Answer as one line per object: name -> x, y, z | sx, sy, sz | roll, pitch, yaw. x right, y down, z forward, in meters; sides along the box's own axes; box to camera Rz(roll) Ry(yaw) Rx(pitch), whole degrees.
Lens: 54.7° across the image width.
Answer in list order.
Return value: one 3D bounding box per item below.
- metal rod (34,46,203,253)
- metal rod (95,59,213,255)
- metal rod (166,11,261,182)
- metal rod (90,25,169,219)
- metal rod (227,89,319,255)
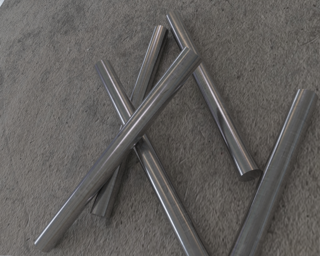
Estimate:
metal rod -> -0.055, 0.033, 0.365 | 0.299, 0.025, 0.025 | -51, 50, 10
metal rod -> -0.021, 0.021, 0.379 | 0.025, 0.025, 0.299 | -33, 59, 6
metal rod -> 0.058, -0.065, 0.412 | 0.025, 0.025, 0.299 | -27, 52, 12
metal rod -> -0.036, -0.024, 0.437 | 0.025, 0.025, 0.300 | 2, 62, 29
metal rod -> 0.093, 0.091, 0.299 | 0.025, 0.025, 0.300 | 17, 70, 34
